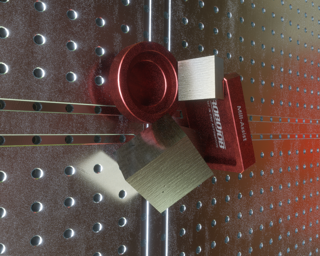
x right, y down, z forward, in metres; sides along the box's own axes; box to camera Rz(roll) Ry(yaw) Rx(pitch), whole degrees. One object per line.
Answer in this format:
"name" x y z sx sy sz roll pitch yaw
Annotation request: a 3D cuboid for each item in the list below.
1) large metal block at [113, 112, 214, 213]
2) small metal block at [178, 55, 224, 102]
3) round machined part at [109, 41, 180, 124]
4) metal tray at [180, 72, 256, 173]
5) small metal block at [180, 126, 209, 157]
"large metal block" 0.005 0.043 0.370 0.080 0.050 0.080 -37 130 0
"small metal block" 0.051 -0.059 0.384 0.025 0.050 0.050 0 89 -55
"round machined part" -0.021 -0.054 0.382 0.099 0.042 0.097 0 90 -40
"metal tray" 0.077 -0.006 0.434 0.030 0.090 0.129 -23 105 -38
"small metal block" 0.037 0.026 0.436 0.050 0.025 0.050 14 86 -28
